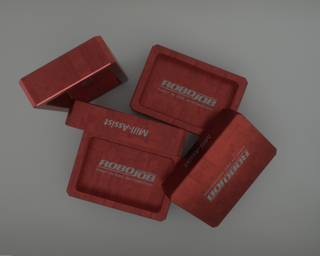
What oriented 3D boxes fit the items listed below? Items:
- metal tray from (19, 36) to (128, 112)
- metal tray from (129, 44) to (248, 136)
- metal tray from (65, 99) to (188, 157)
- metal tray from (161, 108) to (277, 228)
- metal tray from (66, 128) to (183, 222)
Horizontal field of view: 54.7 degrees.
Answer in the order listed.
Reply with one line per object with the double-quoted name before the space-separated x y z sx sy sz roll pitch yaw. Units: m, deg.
"metal tray" -0.088 -0.054 0.355 0.090 0.130 0.030 -30 91 0
"metal tray" 0.037 -0.043 0.408 0.131 0.030 0.090 21 90 -1
"metal tray" -0.036 -0.001 0.376 0.131 0.090 0.030 16 90 -1
"metal tray" 0.076 0.051 0.389 0.090 0.030 0.130 39 90 -29
"metal tray" -0.044 0.059 0.405 0.131 0.030 0.090 16 90 -1
